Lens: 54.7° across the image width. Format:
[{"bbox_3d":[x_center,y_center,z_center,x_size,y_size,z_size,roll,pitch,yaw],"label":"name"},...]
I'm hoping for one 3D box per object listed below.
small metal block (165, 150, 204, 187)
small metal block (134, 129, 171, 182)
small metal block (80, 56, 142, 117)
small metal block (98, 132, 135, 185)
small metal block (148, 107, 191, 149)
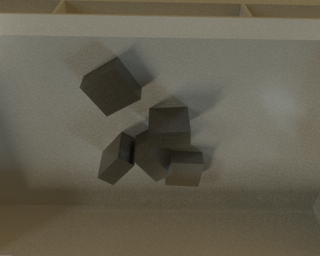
[{"bbox_3d":[0.035,0.061,0.462,0.050,0.025,0.050,4,130,-4],"label":"small metal block"},{"bbox_3d":[-0.009,0.037,0.424,0.025,0.050,0.050,-28,125,21],"label":"small metal block"},{"bbox_3d":[-0.057,-0.048,0.367,0.050,0.025,0.050,-25,126,19],"label":"small metal block"},{"bbox_3d":[-0.059,0.042,0.428,0.025,0.050,0.050,31,123,-24],"label":"small metal block"},{"bbox_3d":[0.012,-0.001,0.392,0.050,0.050,0.025,-2,130,1],"label":"small metal block"}]
